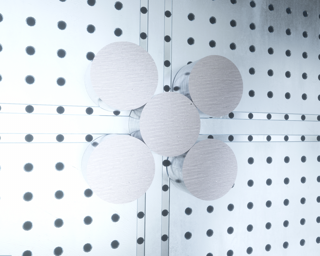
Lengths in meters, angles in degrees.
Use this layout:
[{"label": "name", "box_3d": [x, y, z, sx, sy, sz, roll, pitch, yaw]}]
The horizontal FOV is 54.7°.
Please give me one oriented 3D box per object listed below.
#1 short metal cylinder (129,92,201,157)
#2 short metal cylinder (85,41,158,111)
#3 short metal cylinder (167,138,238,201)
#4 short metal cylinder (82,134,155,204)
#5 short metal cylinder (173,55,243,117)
[{"label": "short metal cylinder", "box_3d": [0.005, -0.005, 0.402, 0.081, 0.050, 0.079, 0, 90, -21]}, {"label": "short metal cylinder", "box_3d": [-0.048, -0.061, 0.381, 0.081, 0.050, 0.079, 0, 90, -21]}, {"label": "short metal cylinder", "box_3d": [0.057, 0.053, 0.421, 0.081, 0.050, 0.079, 0, 90, -21]}, {"label": "short metal cylinder", "box_3d": [-0.052, 0.048, 0.380, 0.081, 0.050, 0.079, 0, 90, -21]}, {"label": "short metal cylinder", "box_3d": [0.065, -0.054, 0.422, 0.081, 0.050, 0.079, 0, 90, -21]}]
